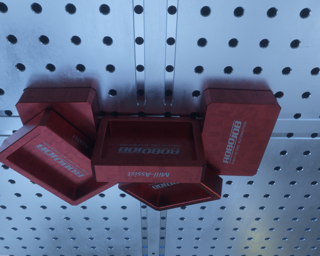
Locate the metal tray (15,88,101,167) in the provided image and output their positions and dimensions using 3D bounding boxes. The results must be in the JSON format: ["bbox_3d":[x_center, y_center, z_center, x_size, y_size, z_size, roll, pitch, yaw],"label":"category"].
[{"bbox_3d":[-0.125,0.009,0.414,0.091,0.030,0.129,-1,131,0],"label":"metal tray"}]

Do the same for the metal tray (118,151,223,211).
[{"bbox_3d":[0.013,0.082,0.454,0.130,0.030,0.090,-24,129,40],"label":"metal tray"}]

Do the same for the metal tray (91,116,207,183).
[{"bbox_3d":[-0.013,0.024,0.388,0.131,0.090,0.030,1,130,-2],"label":"metal tray"}]

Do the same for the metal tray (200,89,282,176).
[{"bbox_3d":[0.097,0.011,0.418,0.091,0.030,0.129,2,130,-3],"label":"metal tray"}]

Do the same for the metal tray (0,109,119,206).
[{"bbox_3d":[-0.127,0.044,0.403,0.090,0.030,0.130,-31,125,23],"label":"metal tray"}]
